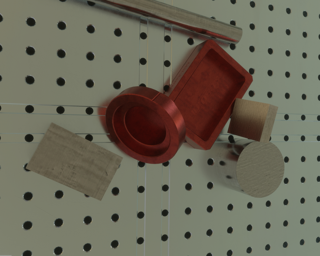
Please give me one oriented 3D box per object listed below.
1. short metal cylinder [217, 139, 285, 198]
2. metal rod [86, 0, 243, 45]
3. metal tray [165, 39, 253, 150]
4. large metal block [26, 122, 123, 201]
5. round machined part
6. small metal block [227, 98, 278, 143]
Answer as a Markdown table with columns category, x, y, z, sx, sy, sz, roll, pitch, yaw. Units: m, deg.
| category | x | y | z | sx | sy | sz | roll | pitch | yaw |
| --- | --- | --- | --- | --- | --- | --- | --- | --- | --- |
| short metal cylinder | 0.131 | 0.056 | 0.449 | 0.081 | 0.050 | 0.079 | 0 | 90 | -21 |
| metal rod | -0.026 | -0.159 | 0.403 | 0.302 | 0.025 | 0.025 | 10 | 87 | -20 |
| metal tray | 0.062 | -0.046 | 0.433 | 0.090 | 0.030 | 0.130 | 37 | 78 | -17 |
| large metal block | -0.097 | 0.035 | 0.348 | 0.080 | 0.080 | 0.050 | 29 | 80 | -18 |
| round machined part | -0.014 | -0.007 | 0.378 | 0.098 | 0.098 | 0.042 | 54 | 41 | -13 |
| small metal block | 0.125 | -0.011 | 0.421 | 0.025 | 0.050 | 0.050 | 9 | 97 | -45 |
